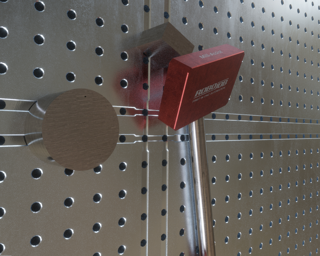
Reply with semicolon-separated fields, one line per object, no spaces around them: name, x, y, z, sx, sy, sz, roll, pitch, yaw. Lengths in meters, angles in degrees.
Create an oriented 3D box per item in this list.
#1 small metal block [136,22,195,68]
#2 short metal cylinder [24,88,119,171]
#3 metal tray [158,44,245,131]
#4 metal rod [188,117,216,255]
small metal block;0.007;-0.106;0.401;0.050;0.050;0.025;32;70;-36
short metal cylinder;-0.090;0.001;0.319;0.081;0.050;0.079;0;90;-40
metal tray;0.058;-0.059;0.421;0.131;0.030;0.089;-26;139;-42
metal rod;0.066;0.131;0.467;0.025;0.025;0.298;-9;96;-40
